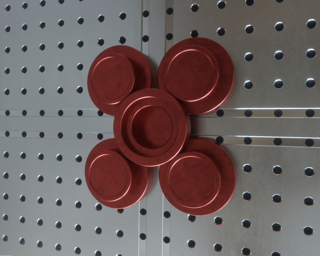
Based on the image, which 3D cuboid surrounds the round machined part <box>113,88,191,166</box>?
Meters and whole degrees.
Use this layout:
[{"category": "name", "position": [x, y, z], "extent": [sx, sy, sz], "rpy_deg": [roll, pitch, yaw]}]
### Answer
[{"category": "round machined part", "position": [-0.007, -0.001, 0.403], "extent": [0.098, 0.042, 0.097], "rpy_deg": [0, 90, 19]}]

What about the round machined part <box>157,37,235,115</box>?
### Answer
[{"category": "round machined part", "position": [0.043, -0.065, 0.387], "extent": [0.098, 0.042, 0.097], "rpy_deg": [0, 90, 19]}]

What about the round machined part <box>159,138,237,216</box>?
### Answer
[{"category": "round machined part", "position": [0.044, 0.062, 0.387], "extent": [0.098, 0.042, 0.097], "rpy_deg": [0, 90, 19]}]

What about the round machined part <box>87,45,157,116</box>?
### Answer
[{"category": "round machined part", "position": [-0.058, -0.064, 0.422], "extent": [0.098, 0.042, 0.097], "rpy_deg": [0, 90, 19]}]

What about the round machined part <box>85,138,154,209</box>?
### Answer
[{"category": "round machined part", "position": [-0.061, 0.063, 0.424], "extent": [0.098, 0.042, 0.097], "rpy_deg": [0, 90, 19]}]
